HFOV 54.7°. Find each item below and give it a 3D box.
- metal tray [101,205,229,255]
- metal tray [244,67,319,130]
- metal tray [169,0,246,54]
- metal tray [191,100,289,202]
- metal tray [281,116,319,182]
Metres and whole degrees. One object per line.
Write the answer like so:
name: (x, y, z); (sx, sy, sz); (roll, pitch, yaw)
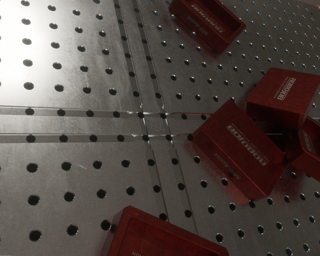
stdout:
metal tray: (0.004, 0.148, 0.317); (0.131, 0.030, 0.090); (27, 52, -12)
metal tray: (0.209, -0.055, 0.523); (0.090, 0.030, 0.131); (18, 44, 29)
metal tray: (0.091, -0.209, 0.583); (0.130, 0.030, 0.090); (42, 51, 0)
metal tray: (0.119, 0.030, 0.453); (0.130, 0.030, 0.091); (47, 51, 4)
metal tray: (0.244, 0.027, 0.500); (0.090, 0.030, 0.130); (32, 36, -8)
